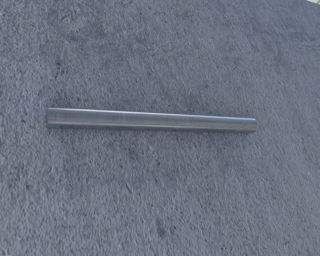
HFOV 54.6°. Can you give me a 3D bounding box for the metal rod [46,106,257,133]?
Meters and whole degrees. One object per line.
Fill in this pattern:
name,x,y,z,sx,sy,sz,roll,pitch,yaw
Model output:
metal rod,0.009,-0.008,0.414,0.302,0.025,0.025,2,61,-27
